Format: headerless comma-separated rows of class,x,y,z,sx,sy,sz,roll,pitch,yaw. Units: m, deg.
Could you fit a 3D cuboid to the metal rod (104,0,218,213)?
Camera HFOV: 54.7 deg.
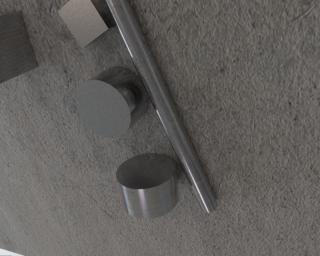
metal rod,0.010,-0.017,0.390,0.025,0.025,0.299,-12,112,33

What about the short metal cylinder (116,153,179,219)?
short metal cylinder,-0.016,0.078,0.428,0.080,0.080,0.050,6,121,25

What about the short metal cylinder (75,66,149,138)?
short metal cylinder,-0.061,-0.034,0.402,0.080,0.050,0.079,13,124,21

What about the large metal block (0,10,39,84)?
large metal block,-0.225,-0.110,0.422,0.050,0.080,0.079,7,122,24

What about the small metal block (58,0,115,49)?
small metal block,-0.085,-0.132,0.370,0.050,0.025,0.050,-22,107,36
